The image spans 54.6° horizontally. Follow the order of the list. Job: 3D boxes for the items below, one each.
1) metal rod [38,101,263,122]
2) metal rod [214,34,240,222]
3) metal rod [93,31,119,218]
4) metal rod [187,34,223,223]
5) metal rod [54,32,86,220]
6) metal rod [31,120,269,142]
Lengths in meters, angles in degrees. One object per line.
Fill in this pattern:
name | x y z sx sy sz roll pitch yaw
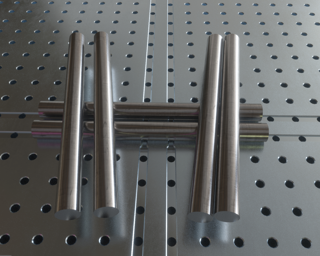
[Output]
metal rod | -0.013 -0.023 0.428 0.302 0.025 0.025 1 50 0
metal rod | 0.090 -0.026 0.399 0.025 0.025 0.300 7 50 6
metal rod | -0.073 -0.030 0.401 0.025 0.025 0.300 -6 50 -5
metal rod | 0.064 -0.026 0.398 0.025 0.025 0.300 7 50 6
metal rod | -0.111 -0.028 0.399 0.025 0.025 0.300 -6 50 -5
metal rod | -0.013 0.004 0.406 0.302 0.025 0.025 1 50 0
